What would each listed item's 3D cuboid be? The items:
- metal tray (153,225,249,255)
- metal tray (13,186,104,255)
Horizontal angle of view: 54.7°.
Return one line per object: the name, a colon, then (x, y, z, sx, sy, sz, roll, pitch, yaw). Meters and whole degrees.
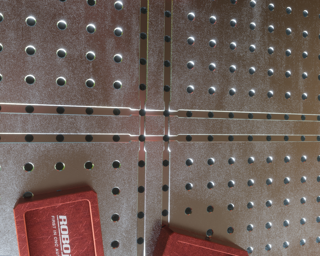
metal tray: (0.052, 0.198, 0.430, 0.131, 0.030, 0.090, 21, 83, -19)
metal tray: (-0.116, 0.142, 0.367, 0.091, 0.030, 0.129, -7, 93, -20)
